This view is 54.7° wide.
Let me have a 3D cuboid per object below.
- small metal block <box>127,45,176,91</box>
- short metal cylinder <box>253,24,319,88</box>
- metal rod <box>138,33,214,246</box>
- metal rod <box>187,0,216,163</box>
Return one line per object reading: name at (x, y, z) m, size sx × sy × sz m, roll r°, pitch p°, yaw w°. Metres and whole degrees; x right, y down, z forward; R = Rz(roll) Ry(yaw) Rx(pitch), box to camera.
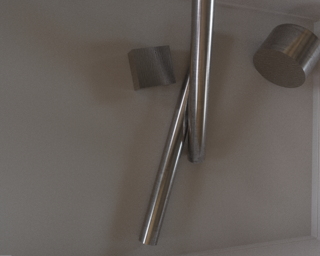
small metal block at (-0.011, -0.079, 0.407) m, size 0.050 × 0.025 × 0.050 m, roll -12°, pitch 94°, yaw -20°
short metal cylinder at (0.185, -0.104, 0.451) m, size 0.080 × 0.080 × 0.050 m, roll 41°, pitch 77°, yaw -16°
metal rod at (0.024, 0.006, 0.420) m, size 0.025 × 0.025 × 0.299 m, roll 18°, pitch 84°, yaw -20°
metal rod at (0.047, -0.086, 0.357) m, size 0.025 × 0.025 × 0.298 m, roll -14°, pitch 123°, yaw -20°
